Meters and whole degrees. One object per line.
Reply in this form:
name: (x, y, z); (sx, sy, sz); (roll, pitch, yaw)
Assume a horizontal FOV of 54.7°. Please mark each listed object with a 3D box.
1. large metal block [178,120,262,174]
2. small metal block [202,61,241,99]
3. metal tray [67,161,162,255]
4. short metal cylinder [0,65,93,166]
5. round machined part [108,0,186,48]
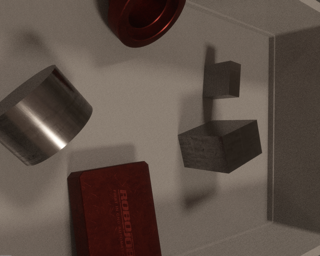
large metal block: (0.086, 0.023, 0.446); (0.081, 0.080, 0.050); (-21, 104, -38)
small metal block: (0.093, -0.071, 0.471); (0.025, 0.050, 0.050); (7, 86, -40)
metal tray: (-0.049, 0.108, 0.351); (0.091, 0.030, 0.129); (-5, 84, -40)
short metal cylinder: (-0.109, -0.012, 0.280); (0.080, 0.080, 0.050); (-52, 121, -27)
round machined part: (-0.020, -0.145, 0.357); (0.099, 0.097, 0.042); (-26, 67, -37)
